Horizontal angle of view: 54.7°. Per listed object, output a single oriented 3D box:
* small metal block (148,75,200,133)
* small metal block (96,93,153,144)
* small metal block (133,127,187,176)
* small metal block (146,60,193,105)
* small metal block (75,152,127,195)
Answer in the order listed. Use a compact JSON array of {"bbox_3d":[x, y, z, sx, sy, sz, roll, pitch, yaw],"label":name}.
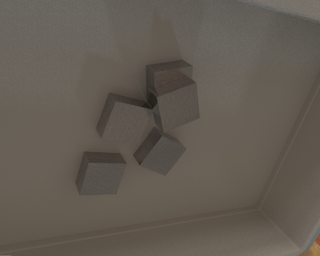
[{"bbox_3d":[0.018,-0.029,0.370,0.050,0.025,0.050,-22,127,-15],"label":"small metal block"},{"bbox_3d":[-0.044,-0.011,0.379,0.050,0.025,0.050,11,113,-34],"label":"small metal block"},{"bbox_3d":[0.000,0.034,0.431,0.050,0.025,0.050,29,102,-38],"label":"small metal block"},{"bbox_3d":[0.011,-0.053,0.383,0.050,0.025,0.050,-14,124,-21],"label":"small metal block"},{"bbox_3d":[-0.077,0.060,0.404,0.050,0.025,0.050,6,116,-32],"label":"small metal block"}]
